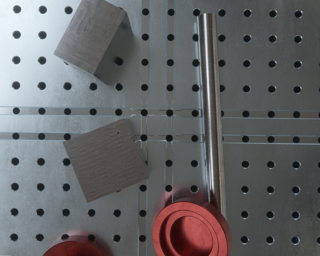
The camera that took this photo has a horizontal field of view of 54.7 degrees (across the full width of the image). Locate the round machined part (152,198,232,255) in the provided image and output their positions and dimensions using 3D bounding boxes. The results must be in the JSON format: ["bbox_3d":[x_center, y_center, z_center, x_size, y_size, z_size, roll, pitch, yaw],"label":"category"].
[{"bbox_3d":[0.043,0.137,0.393,0.098,0.042,0.097,1,92,27],"label":"round machined part"}]

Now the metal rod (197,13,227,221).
[{"bbox_3d":[0.070,0.000,0.413,0.025,0.025,0.298,-3,90,0],"label":"metal rod"}]

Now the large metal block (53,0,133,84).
[{"bbox_3d":[-0.078,-0.106,0.385,0.050,0.080,0.080,28,90,0],"label":"large metal block"}]

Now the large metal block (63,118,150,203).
[{"bbox_3d":[-0.066,0.039,0.400,0.080,0.050,0.080,-22,90,0],"label":"large metal block"}]

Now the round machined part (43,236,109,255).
[{"bbox_3d":[-0.114,0.196,0.404,0.099,0.042,0.097,0,90,0],"label":"round machined part"}]
